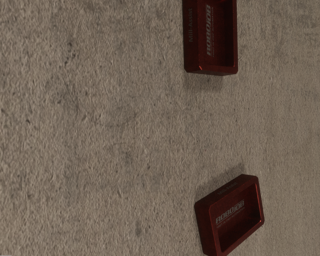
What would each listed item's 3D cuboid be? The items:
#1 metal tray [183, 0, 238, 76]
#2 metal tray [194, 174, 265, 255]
[{"bbox_3d":[0.078,-0.148,0.468,0.091,0.030,0.129,-3,92,-40],"label":"metal tray"},{"bbox_3d":[0.117,0.139,0.502,0.131,0.030,0.089,-20,103,-39],"label":"metal tray"}]
